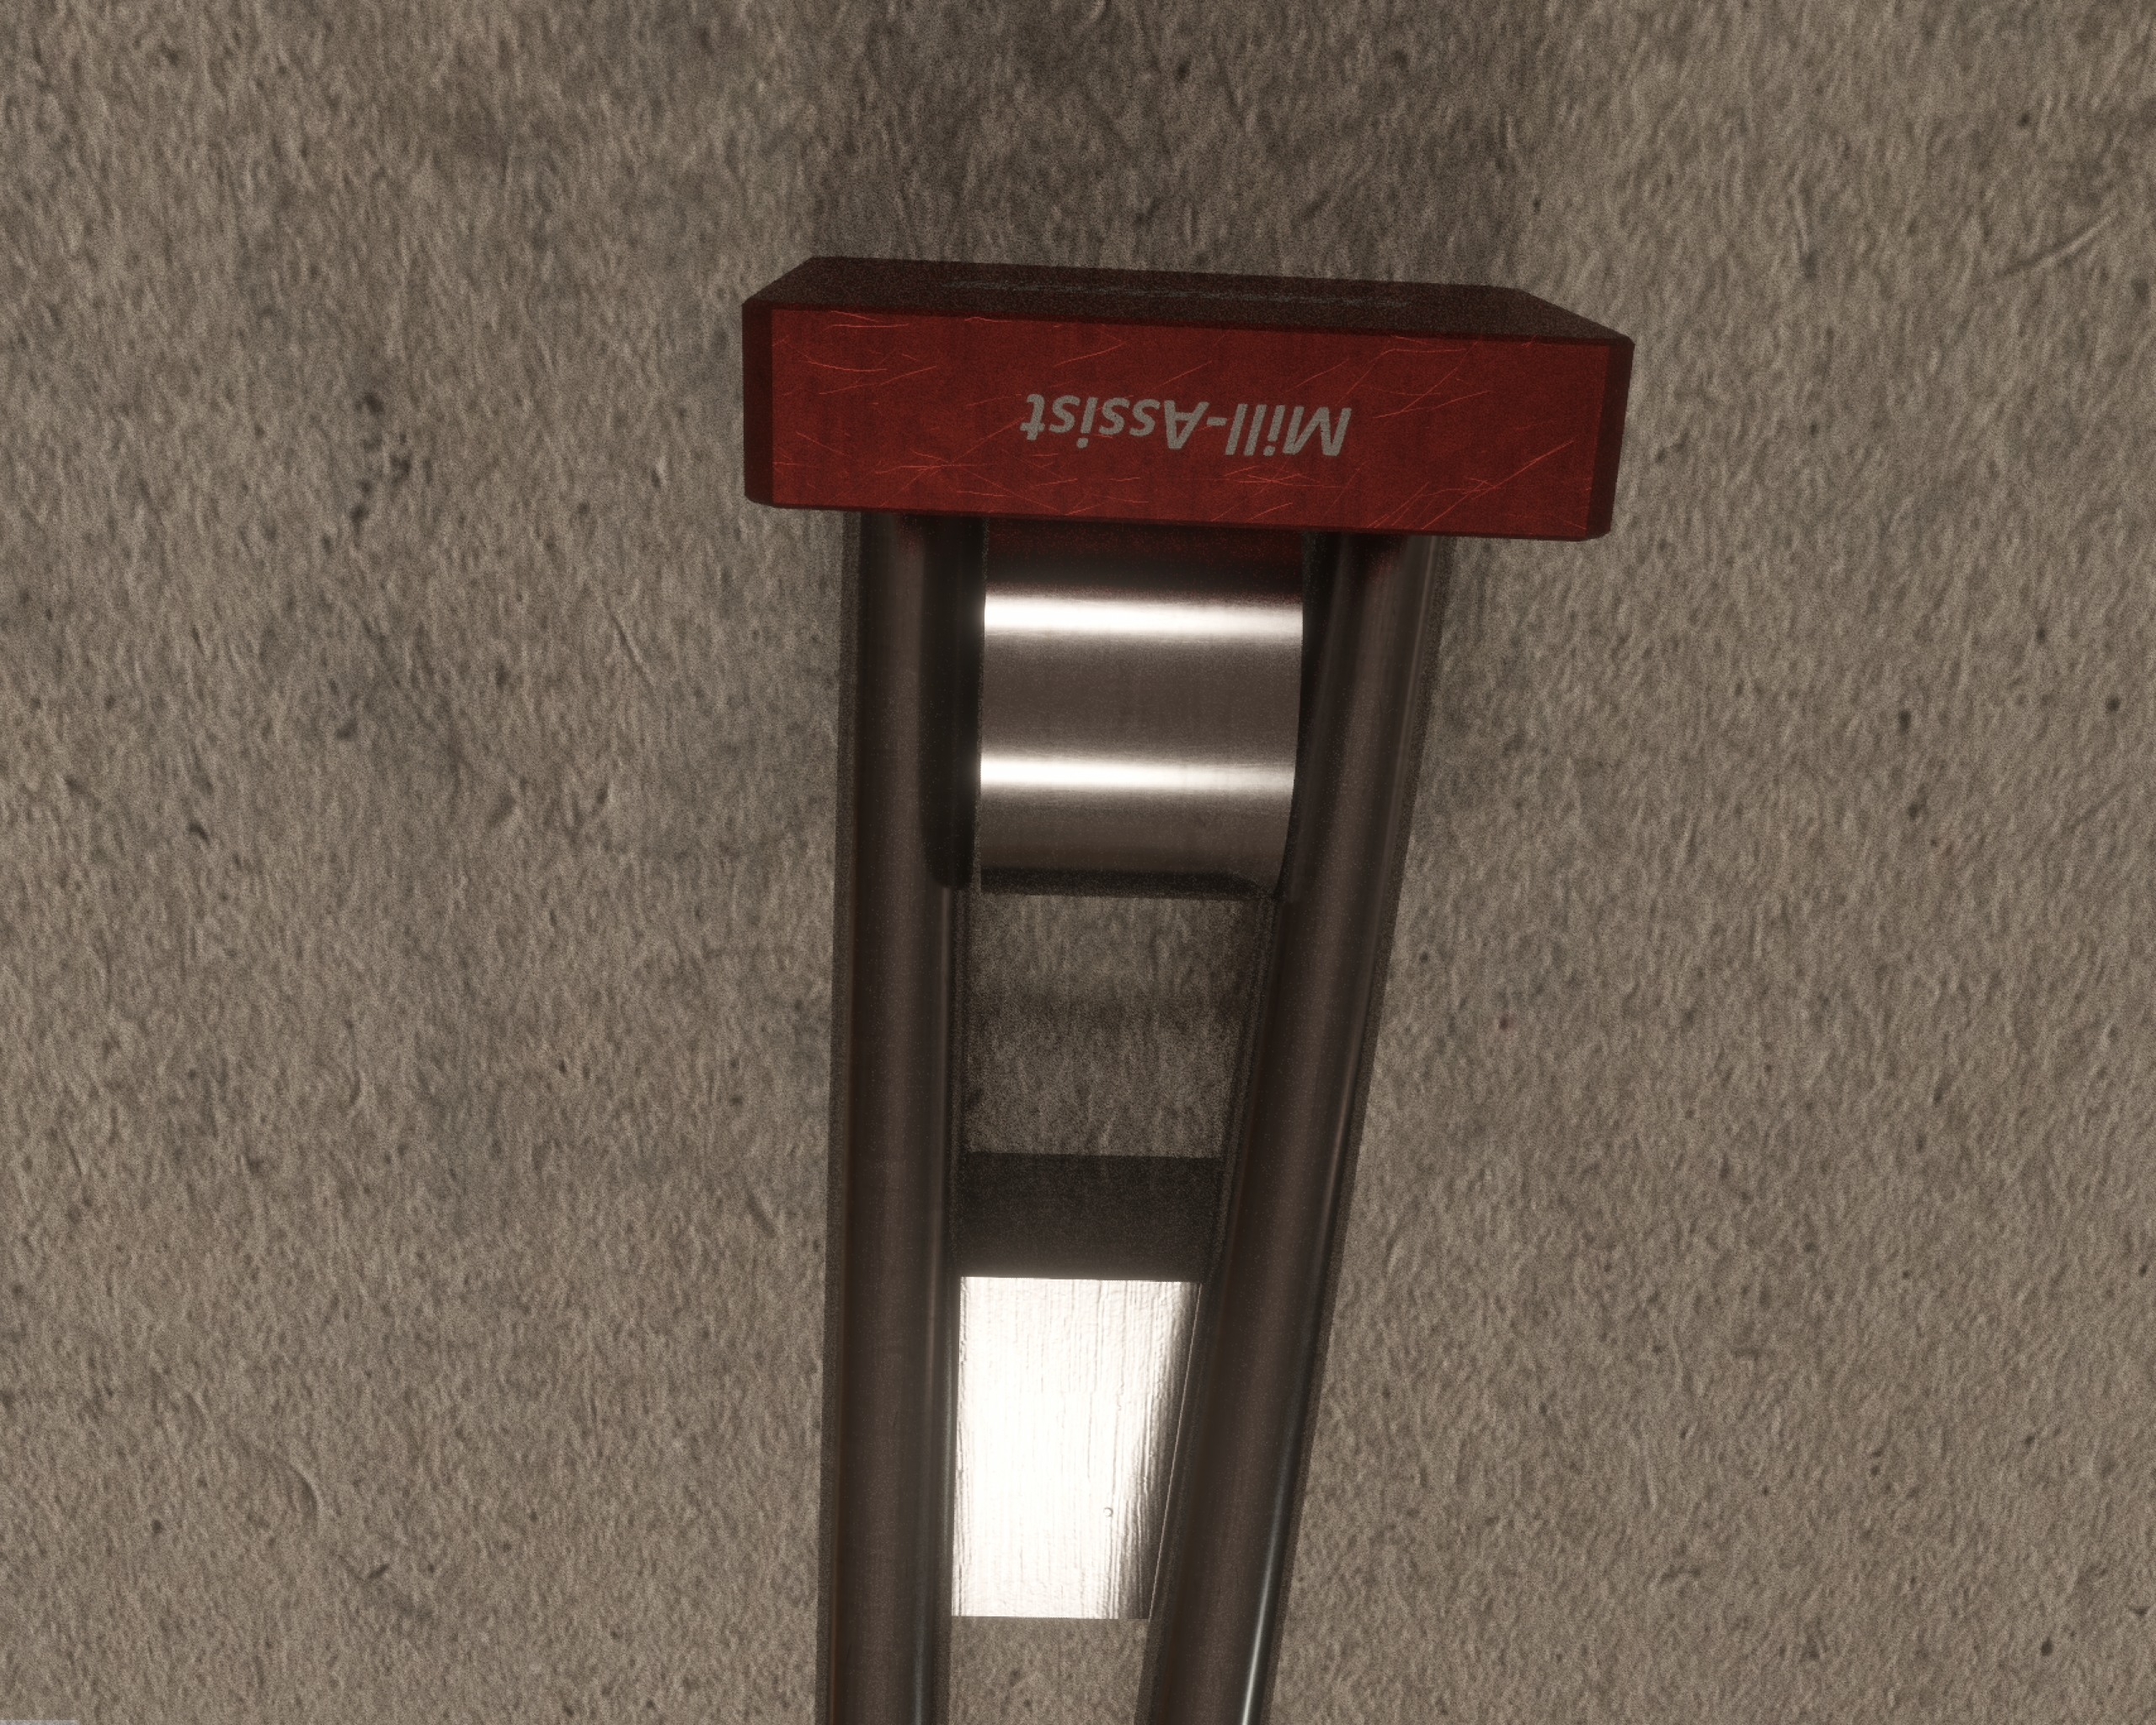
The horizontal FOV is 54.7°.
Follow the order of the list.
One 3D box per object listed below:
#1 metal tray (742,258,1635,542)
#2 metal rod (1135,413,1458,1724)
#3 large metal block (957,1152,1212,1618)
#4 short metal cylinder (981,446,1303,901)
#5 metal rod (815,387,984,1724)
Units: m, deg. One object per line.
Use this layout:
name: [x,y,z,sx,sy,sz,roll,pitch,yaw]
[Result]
metal tray: [0.016,-0.079,0.347,0.131,0.090,0.030,2,110,-1]
metal rod: [0.038,0.063,0.385,0.025,0.025,0.298,8,95,-3]
large metal block: [0.002,0.108,0.435,0.081,0.050,0.079,2,110,-1]
short metal cylinder: [0.009,-0.033,0.370,0.050,0.080,0.079,2,110,-2]
metal rod: [-0.033,0.060,0.384,0.025,0.025,0.298,2,95,-1]
